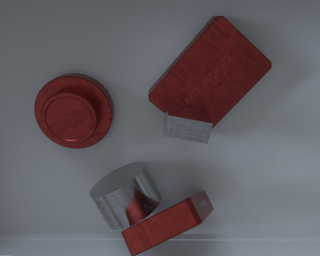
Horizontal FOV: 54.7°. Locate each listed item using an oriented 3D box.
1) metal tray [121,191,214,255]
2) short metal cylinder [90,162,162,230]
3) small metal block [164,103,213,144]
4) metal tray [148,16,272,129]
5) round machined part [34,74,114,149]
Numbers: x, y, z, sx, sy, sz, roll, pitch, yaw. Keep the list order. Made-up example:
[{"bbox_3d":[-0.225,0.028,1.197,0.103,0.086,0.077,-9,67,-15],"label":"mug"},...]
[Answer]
[{"bbox_3d":[0.017,0.118,0.401,0.090,0.130,0.030,-29,76,10],"label":"metal tray"},{"bbox_3d":[-0.045,0.088,0.411,0.080,0.080,0.050,-25,103,8],"label":"short metal cylinder"},{"bbox_3d":[0.031,-0.007,0.363,0.050,0.050,0.025,10,110,-4],"label":"small metal block"},{"bbox_3d":[0.059,-0.061,0.387,0.090,0.030,0.130,39,105,-14],"label":"metal tray"},{"bbox_3d":[-0.111,-0.017,0.394,0.099,0.042,0.097,0,110,-1],"label":"round machined part"}]
